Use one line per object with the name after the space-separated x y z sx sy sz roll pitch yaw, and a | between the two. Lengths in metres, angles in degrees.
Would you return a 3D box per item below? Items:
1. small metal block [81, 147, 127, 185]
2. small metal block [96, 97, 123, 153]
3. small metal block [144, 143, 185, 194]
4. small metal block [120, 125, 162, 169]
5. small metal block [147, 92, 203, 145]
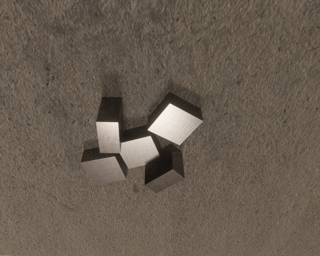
-0.080 0.054 0.452 0.050 0.025 0.050 -11 130 8 | small metal block
-0.061 -0.004 0.387 0.025 0.050 0.050 1 130 -2 | small metal block
0.006 0.057 0.440 0.050 0.050 0.025 -33 123 25 | small metal block
-0.028 0.026 0.429 0.050 0.025 0.050 -14 129 11 | small metal block
0.019 -0.011 0.398 0.050 0.025 0.050 26 125 -21 | small metal block
